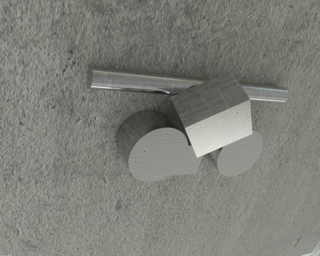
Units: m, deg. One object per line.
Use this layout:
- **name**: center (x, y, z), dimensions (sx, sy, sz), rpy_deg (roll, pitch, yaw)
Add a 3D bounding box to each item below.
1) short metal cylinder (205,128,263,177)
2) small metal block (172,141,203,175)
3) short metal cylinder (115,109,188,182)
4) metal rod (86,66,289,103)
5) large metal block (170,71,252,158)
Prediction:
- **short metal cylinder**: center (0.106, 0.026, 0.466), dimensions (0.081, 0.050, 0.079), rpy_deg (-14, 124, -21)
- **small metal block**: center (0.034, 0.041, 0.453), dimensions (0.050, 0.025, 0.050), rpy_deg (2, 118, -29)
- **short metal cylinder**: center (-0.011, 0.022, 0.399), dimensions (0.081, 0.050, 0.079), rpy_deg (-14, 124, -21)
- **metal rod**: center (0.056, -0.053, 0.406), dimensions (0.303, 0.025, 0.025), rpy_deg (1, 118, -29)
- **large metal block**: center (0.068, -0.015, 0.397), dimensions (0.080, 0.050, 0.080), rpy_deg (-24, 145, 3)
